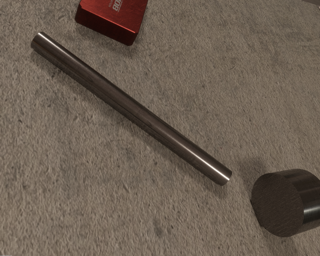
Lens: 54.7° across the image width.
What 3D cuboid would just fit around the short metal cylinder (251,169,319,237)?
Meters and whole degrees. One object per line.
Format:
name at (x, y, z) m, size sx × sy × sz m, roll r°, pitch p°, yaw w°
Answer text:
short metal cylinder at (0.167, 0.096, 0.403) m, size 0.050 × 0.080 × 0.080 m, roll -3°, pitch 63°, yaw -30°

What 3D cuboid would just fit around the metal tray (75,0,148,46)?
metal tray at (-0.069, -0.197, 0.485) m, size 0.091 × 0.030 × 0.130 m, roll 22°, pitch 54°, yaw -16°

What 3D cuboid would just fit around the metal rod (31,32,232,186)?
metal rod at (-0.033, -0.022, 0.400) m, size 0.301 × 0.025 × 0.025 m, roll 36°, pitch 51°, yaw -4°
